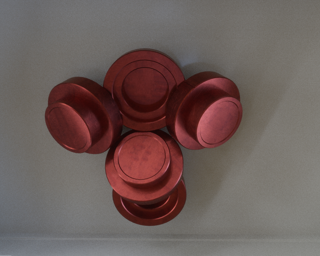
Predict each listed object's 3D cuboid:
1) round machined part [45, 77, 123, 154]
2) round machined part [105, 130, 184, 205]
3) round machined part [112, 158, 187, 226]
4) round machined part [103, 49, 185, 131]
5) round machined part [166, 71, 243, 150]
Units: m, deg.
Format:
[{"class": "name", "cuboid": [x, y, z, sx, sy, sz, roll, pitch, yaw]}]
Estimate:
[{"class": "round machined part", "cuboid": [-0.098, -0.009, 0.373, 0.098, 0.042, 0.097, 15, 126, 22]}, {"class": "round machined part", "cuboid": [-0.020, 0.042, 0.385, 0.099, 0.098, 0.042, -6, 154, 2]}, {"class": "round machined part", "cuboid": [-0.014, 0.083, 0.430, 0.099, 0.042, 0.097, 0, 110, 0]}, {"class": "round machined part", "cuboid": [-0.018, -0.048, 0.381, 0.099, 0.042, 0.097, 0, 110, 0]}, {"class": "round machined part", "cuboid": [0.059, -0.015, 0.371, 0.099, 0.042, 0.097, -17, 126, -25]}]
